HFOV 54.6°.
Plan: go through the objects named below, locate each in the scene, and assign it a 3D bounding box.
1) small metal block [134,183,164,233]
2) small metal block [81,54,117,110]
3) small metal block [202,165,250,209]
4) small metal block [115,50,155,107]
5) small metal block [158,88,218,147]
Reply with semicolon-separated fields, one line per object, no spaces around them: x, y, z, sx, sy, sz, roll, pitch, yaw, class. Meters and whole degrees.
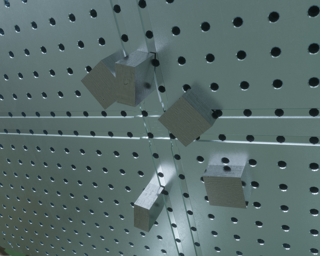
-0.017;0.123;0.481;0.025;0.050;0.050;16;125;19;small metal block
-0.068;-0.060;0.411;0.050;0.025;0.050;-32;100;38;small metal block
0.089;0.077;0.412;0.050;0.025;0.050;-2;118;29;small metal block
-0.029;-0.060;0.374;0.025;0.050;0.050;15;125;19;small metal block
0.034;-0.012;0.386;0.050;0.025;0.050;45;129;-3;small metal block
